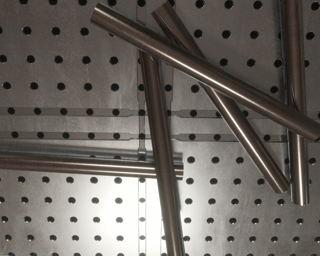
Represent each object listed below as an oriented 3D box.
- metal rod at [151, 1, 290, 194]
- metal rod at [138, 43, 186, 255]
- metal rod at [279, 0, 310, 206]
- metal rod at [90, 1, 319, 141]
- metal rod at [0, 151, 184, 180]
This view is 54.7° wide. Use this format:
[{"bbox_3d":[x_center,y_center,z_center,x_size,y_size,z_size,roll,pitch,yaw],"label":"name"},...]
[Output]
[{"bbox_3d":[0.087,-0.028,0.404,0.025,0.025,0.300,-34,107,11],"label":"metal rod"},{"bbox_3d":[0.004,0.038,0.404,0.025,0.025,0.298,-7,102,2],"label":"metal rod"},{"bbox_3d":[0.177,-0.030,0.404,0.025,0.025,0.298,-11,110,3],"label":"metal rod"},{"bbox_3d":[0.062,-0.060,0.364,0.301,0.025,0.025,26,108,-10],"label":"metal rod"},{"bbox_3d":[-0.119,0.051,0.430,0.302,0.025,0.025,4,110,-2],"label":"metal rod"}]
